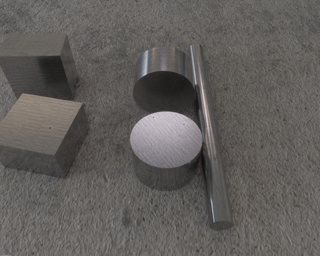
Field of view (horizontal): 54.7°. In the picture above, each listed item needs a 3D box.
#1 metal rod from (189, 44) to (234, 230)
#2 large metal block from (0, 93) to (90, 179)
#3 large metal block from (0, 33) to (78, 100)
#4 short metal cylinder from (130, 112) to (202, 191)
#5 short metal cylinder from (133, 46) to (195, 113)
[{"bbox_3d":[0.061,-0.014,0.415,0.025,0.025,0.300,0,50,-1],"label":"metal rod"},{"bbox_3d":[-0.143,0.008,0.379,0.080,0.050,0.080,10,51,8],"label":"large metal block"},{"bbox_3d":[-0.167,-0.085,0.437,0.081,0.080,0.050,-1,50,-1],"label":"large metal block"},{"bbox_3d":[0.007,0.027,0.365,0.081,0.050,0.080,0,50,0],"label":"short metal cylinder"},{"bbox_3d":[0.005,-0.063,0.420,0.080,0.080,0.050,1,50,0],"label":"short metal cylinder"}]
